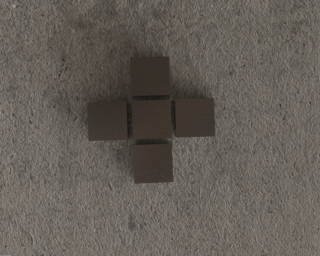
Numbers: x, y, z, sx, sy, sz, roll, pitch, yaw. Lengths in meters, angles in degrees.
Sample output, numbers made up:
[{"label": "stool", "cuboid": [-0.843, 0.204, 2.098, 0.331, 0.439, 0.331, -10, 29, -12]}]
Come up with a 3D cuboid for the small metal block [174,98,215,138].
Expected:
[{"label": "small metal block", "cuboid": [0.045, -0.013, 0.412, 0.050, 0.025, 0.050, -2, 90, -1]}]

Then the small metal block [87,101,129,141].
[{"label": "small metal block", "cuboid": [-0.068, -0.009, 0.410, 0.050, 0.025, 0.050, -2, 90, -1]}]

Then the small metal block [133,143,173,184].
[{"label": "small metal block", "cuboid": [-0.009, 0.046, 0.411, 0.050, 0.025, 0.050, -2, 90, -1]}]

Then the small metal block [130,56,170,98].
[{"label": "small metal block", "cuboid": [-0.013, -0.067, 0.411, 0.050, 0.025, 0.050, -2, 90, -1]}]

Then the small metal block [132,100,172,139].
[{"label": "small metal block", "cuboid": [-0.011, -0.011, 0.411, 0.050, 0.025, 0.050, -2, 90, -1]}]
